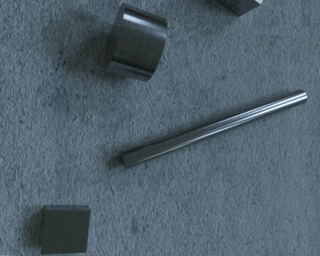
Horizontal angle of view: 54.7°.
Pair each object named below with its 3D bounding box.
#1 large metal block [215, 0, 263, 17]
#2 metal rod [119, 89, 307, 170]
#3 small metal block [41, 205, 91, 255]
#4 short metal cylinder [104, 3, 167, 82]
[{"bbox_3d":[0.109,-0.220,0.436,0.080,0.050,0.080,25,82,-19],"label":"large metal block"},{"bbox_3d":[0.088,-0.004,0.441,0.302,0.025,0.025,-19,97,-19],"label":"metal rod"},{"bbox_3d":[-0.112,0.120,0.368,0.050,0.025,0.050,6,88,-20],"label":"small metal block"},{"bbox_3d":[-0.031,-0.100,0.368,0.050,0.080,0.080,14,86,-20],"label":"short metal cylinder"}]
